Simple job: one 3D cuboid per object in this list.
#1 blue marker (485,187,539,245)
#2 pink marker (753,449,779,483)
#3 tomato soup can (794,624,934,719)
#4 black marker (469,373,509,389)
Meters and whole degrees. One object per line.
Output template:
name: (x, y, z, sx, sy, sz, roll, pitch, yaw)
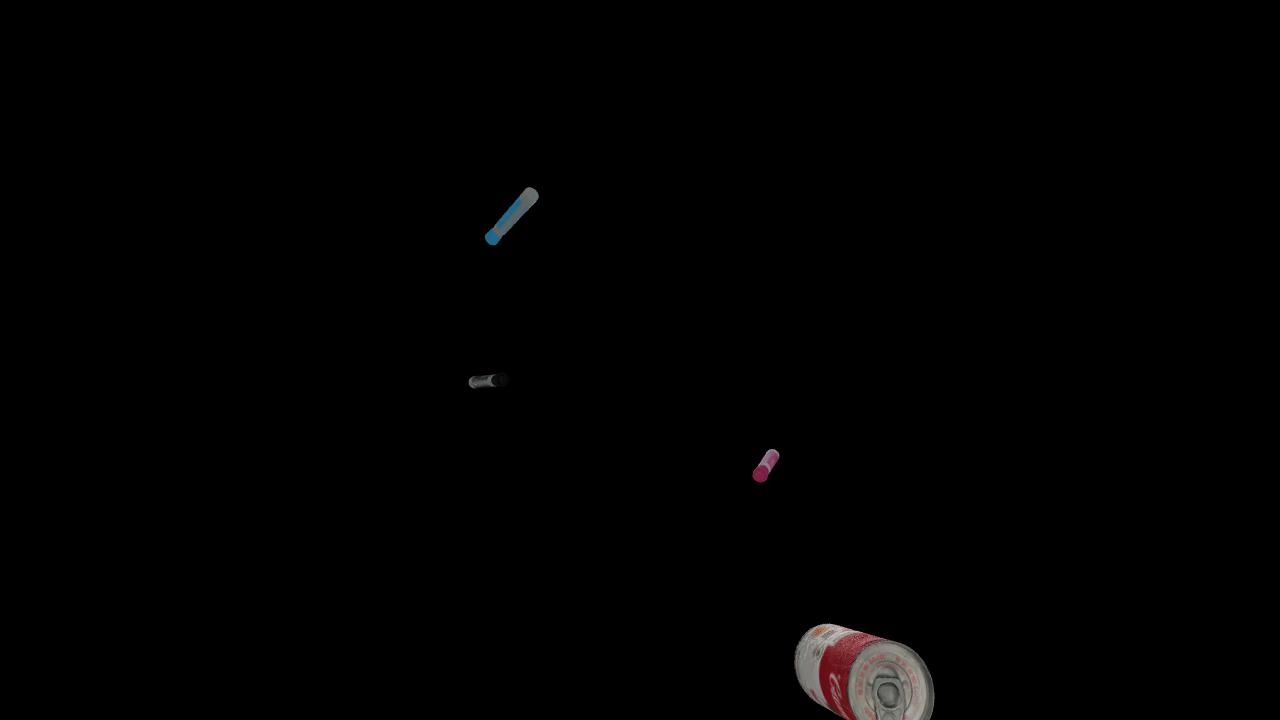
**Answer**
blue marker: (-0.166, -0.179, 0.782, 0.020, 0.020, 0.121, 0, -19, -40)
pink marker: (0.167, 0.139, 0.815, 0.020, 0.020, 0.121, 0, 4, 20)
tomato soup can: (0.172, 0.250, 0.488, 0.068, 0.068, 0.101, 0, -15, -10)
black marker: (-0.218, 0.030, 0.885, 0.020, 0.020, 0.121, 0, -3, -34)
